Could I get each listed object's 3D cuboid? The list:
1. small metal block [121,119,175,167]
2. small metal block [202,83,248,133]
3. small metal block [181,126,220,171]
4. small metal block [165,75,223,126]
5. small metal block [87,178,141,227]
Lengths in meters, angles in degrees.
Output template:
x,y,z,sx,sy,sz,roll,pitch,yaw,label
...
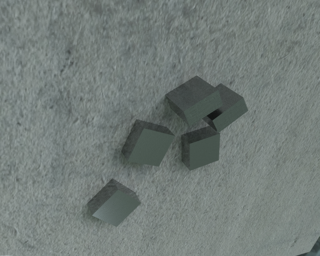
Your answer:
x,y,z,sx,sy,sz,roll,pitch,yaw,label
-0.016,0.021,0.412,0.050,0.025,0.050,15,111,-35,small metal block
0.081,-0.028,0.420,0.050,0.050,0.025,-36,130,-4,small metal block
0.060,0.030,0.460,0.050,0.025,0.050,-17,126,-19,small metal block
0.042,-0.036,0.394,0.050,0.050,0.025,-32,129,-8,small metal block
-0.064,0.107,0.439,0.050,0.025,0.050,-45,130,3,small metal block
